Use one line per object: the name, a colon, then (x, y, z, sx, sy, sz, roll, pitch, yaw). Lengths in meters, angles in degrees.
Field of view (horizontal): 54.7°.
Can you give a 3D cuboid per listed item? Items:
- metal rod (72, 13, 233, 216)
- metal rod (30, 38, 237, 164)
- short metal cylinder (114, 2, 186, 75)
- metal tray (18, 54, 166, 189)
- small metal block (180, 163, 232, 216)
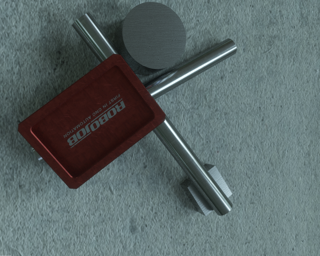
metal rod: (-0.001, -0.007, 0.385, 0.025, 0.025, 0.300, -41, 103, -16)
metal rod: (-0.020, -0.044, 0.404, 0.302, 0.025, 0.025, -31, 101, -18)
short metal cylinder: (-0.014, -0.110, 0.392, 0.081, 0.050, 0.079, 0, 90, -21)
metal tray: (-0.071, -0.008, 0.341, 0.130, 0.030, 0.090, -38, 102, -4)
small metal block: (0.065, 0.086, 0.435, 0.050, 0.025, 0.050, -35, 102, -17)
